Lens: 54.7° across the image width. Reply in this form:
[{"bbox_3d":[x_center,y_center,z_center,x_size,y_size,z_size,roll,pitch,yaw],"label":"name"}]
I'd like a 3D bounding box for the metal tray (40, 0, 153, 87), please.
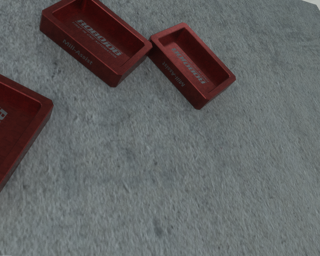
[{"bbox_3d":[-0.086,-0.127,0.432,0.130,0.030,0.090,39,51,-2],"label":"metal tray"}]

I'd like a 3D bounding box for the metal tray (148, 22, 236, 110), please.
[{"bbox_3d":[0.049,-0.101,0.490,0.130,0.030,0.091,49,51,6],"label":"metal tray"}]

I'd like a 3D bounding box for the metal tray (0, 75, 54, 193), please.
[{"bbox_3d":[-0.176,0.006,0.301,0.090,0.030,0.130,28,52,-11],"label":"metal tray"}]
